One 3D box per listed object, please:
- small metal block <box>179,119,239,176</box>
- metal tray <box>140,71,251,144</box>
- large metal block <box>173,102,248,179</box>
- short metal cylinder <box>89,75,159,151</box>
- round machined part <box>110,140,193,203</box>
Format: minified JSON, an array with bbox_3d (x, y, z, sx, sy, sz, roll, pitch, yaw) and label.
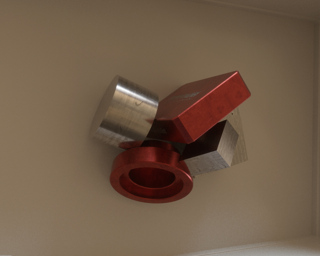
[{"bbox_3d":[0.055,0.022,0.345,0.025,0.050,0.050,50,43,-21],"label":"small metal block"},{"bbox_3d":[0.032,-0.023,0.366,0.090,0.130,0.030,-37,103,-17],"label":"metal tray"},{"bbox_3d":[0.063,0.012,0.412,0.081,0.050,0.079,-15,100,-20],"label":"large metal block"},{"bbox_3d":[-0.043,-0.016,0.364,0.050,0.080,0.080,24,82,-19],"label":"short metal cylinder"},{"bbox_3d":[-0.009,0.051,0.378,0.099,0.097,0.042,22,47,-19],"label":"round machined part"}]
